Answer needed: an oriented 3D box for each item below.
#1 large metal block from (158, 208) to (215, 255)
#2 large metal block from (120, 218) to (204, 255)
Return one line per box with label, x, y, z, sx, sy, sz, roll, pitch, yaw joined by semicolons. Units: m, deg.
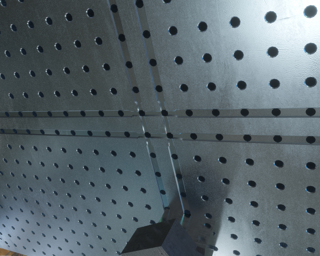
large metal block;0.038;0.184;0.487;0.080;0.050;0.079;11;123;21
large metal block;0.006;0.183;0.439;0.080;0.050;0.080;-27;104;37
